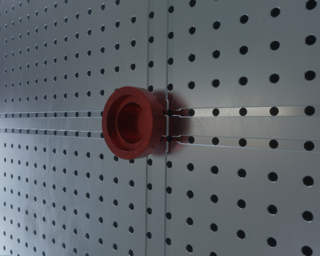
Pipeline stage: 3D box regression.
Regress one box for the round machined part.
[{"bbox_3d":[-0.032,-0.007,0.426,0.098,0.042,0.097,0,90,40],"label":"round machined part"}]
